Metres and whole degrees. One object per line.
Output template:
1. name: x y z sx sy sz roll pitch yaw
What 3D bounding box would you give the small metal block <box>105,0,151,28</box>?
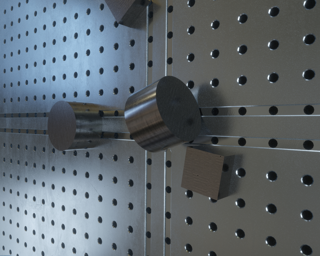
1. small metal block: -0.048 -0.184 0.449 0.050 0.025 0.050 -43 64 31

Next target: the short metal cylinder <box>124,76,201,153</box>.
1. short metal cylinder: 0.005 -0.015 0.370 0.050 0.081 0.080 -23 76 38

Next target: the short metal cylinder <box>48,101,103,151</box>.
1. short metal cylinder: -0.140 -0.004 0.509 0.080 0.050 0.079 0 90 40

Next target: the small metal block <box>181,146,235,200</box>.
1. small metal block: 0.056 0.051 0.364 0.050 0.025 0.050 13 98 39
